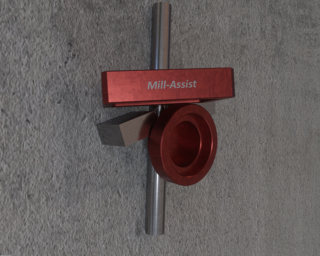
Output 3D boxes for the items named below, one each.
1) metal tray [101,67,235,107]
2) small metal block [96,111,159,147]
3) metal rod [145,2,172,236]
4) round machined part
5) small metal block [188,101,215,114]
[{"bbox_3d":[0.003,-0.042,0.338,0.131,0.090,0.030,-4,92,-11],"label":"metal tray"},{"bbox_3d":[-0.038,0.000,0.360,0.050,0.050,0.025,-25,106,-38],"label":"small metal block"},{"bbox_3d":[-0.002,-0.013,0.407,0.025,0.025,0.298,3,88,-40],"label":"metal rod"},{"bbox_3d":[0.024,0.019,0.381,0.099,0.042,0.097,-4,96,-42],"label":"round machined part"},{"bbox_3d":[0.040,-0.030,0.426,0.050,0.050,0.025,-2,92,-40],"label":"small metal block"}]
